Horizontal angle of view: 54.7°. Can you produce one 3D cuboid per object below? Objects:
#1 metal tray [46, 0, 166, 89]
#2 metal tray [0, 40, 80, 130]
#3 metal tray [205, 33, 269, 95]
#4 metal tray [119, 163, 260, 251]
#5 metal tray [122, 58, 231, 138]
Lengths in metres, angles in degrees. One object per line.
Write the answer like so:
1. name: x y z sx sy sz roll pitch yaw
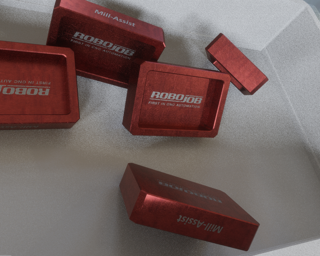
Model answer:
1. metal tray: -0.070 -0.100 0.386 0.131 0.089 0.030 13 49 -21
2. metal tray: -0.157 -0.045 0.330 0.131 0.030 0.090 -1 77 -29
3. metal tray: 0.114 -0.092 0.474 0.090 0.030 0.130 46 12 3
4. metal tray: 0.027 0.081 0.332 0.131 0.090 0.030 20 96 -17
5. metal tray: 0.023 -0.035 0.402 0.131 0.089 0.030 3 17 -27
